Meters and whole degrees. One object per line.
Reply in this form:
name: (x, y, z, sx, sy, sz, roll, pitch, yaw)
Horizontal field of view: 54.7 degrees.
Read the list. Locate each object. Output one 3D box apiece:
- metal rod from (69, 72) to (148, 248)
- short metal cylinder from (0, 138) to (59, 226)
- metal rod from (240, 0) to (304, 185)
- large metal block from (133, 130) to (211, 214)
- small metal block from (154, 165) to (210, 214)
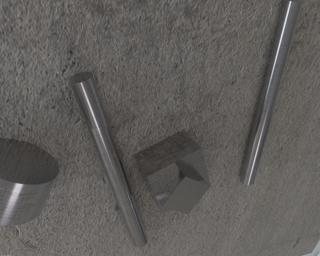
metal rod: (-0.058, 0.065, 0.415, 0.025, 0.025, 0.298, -23, 127, -15)
short metal cylinder: (-0.153, 0.053, 0.321, 0.081, 0.080, 0.050, 16, 110, -35)
metal rod: (0.163, -0.036, 0.473, 0.025, 0.025, 0.298, -10, 123, -23)
large metal block: (0.019, 0.062, 0.439, 0.080, 0.050, 0.080, -27, 128, -12)
small metal block: (0.030, 0.082, 0.410, 0.050, 0.025, 0.050, 27, 103, -38)
